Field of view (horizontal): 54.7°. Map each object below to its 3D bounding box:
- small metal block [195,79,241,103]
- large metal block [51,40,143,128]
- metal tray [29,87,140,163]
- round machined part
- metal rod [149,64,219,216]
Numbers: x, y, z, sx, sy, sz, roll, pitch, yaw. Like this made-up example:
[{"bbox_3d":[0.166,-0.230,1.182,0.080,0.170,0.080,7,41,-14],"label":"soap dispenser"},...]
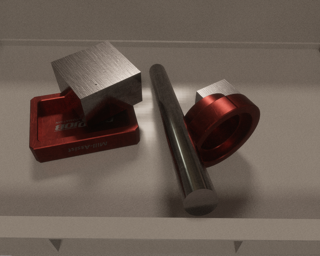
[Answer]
[{"bbox_3d":[0.086,-0.037,0.438,0.050,0.025,0.050,-25,55,-20],"label":"small metal block"},{"bbox_3d":[-0.079,-0.059,0.398,0.081,0.050,0.080,-29,56,-23],"label":"large metal block"},{"bbox_3d":[-0.099,-0.010,0.408,0.131,0.030,0.090,-11,51,-9],"label":"metal tray"},{"bbox_3d":[0.064,-0.002,0.360,0.099,0.097,0.042,-25,55,-20],"label":"round machined part"},{"bbox_3d":[0.012,-0.018,0.349,0.025,0.025,0.300,-5,28,-5],"label":"metal rod"}]
